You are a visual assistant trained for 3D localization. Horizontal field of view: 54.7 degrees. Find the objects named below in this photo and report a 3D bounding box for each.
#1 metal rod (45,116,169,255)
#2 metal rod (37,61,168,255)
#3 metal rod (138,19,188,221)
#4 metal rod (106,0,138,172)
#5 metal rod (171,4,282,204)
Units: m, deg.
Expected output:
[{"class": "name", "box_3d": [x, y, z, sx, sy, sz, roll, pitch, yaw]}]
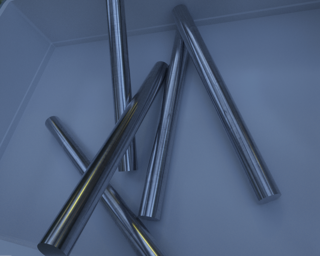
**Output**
[{"class": "metal rod", "box_3d": [-0.086, 0.064, 0.400, 0.025, 0.025, 0.300, -46, 49, -4]}, {"class": "metal rod", "box_3d": [-0.040, 0.004, 0.348, 0.025, 0.025, 0.301, -6, 35, 25]}, {"class": "metal rod", "box_3d": [0.013, -0.030, 0.415, 0.025, 0.025, 0.299, -3, 60, 26]}, {"class": "metal rod", "box_3d": [-0.054, -0.093, 0.409, 0.025, 0.025, 0.298, -8, 84, 24]}, {"class": "metal rod", "box_3d": [0.069, -0.051, 0.383, 0.025, 0.025, 0.299, -25, 58, 12]}]
